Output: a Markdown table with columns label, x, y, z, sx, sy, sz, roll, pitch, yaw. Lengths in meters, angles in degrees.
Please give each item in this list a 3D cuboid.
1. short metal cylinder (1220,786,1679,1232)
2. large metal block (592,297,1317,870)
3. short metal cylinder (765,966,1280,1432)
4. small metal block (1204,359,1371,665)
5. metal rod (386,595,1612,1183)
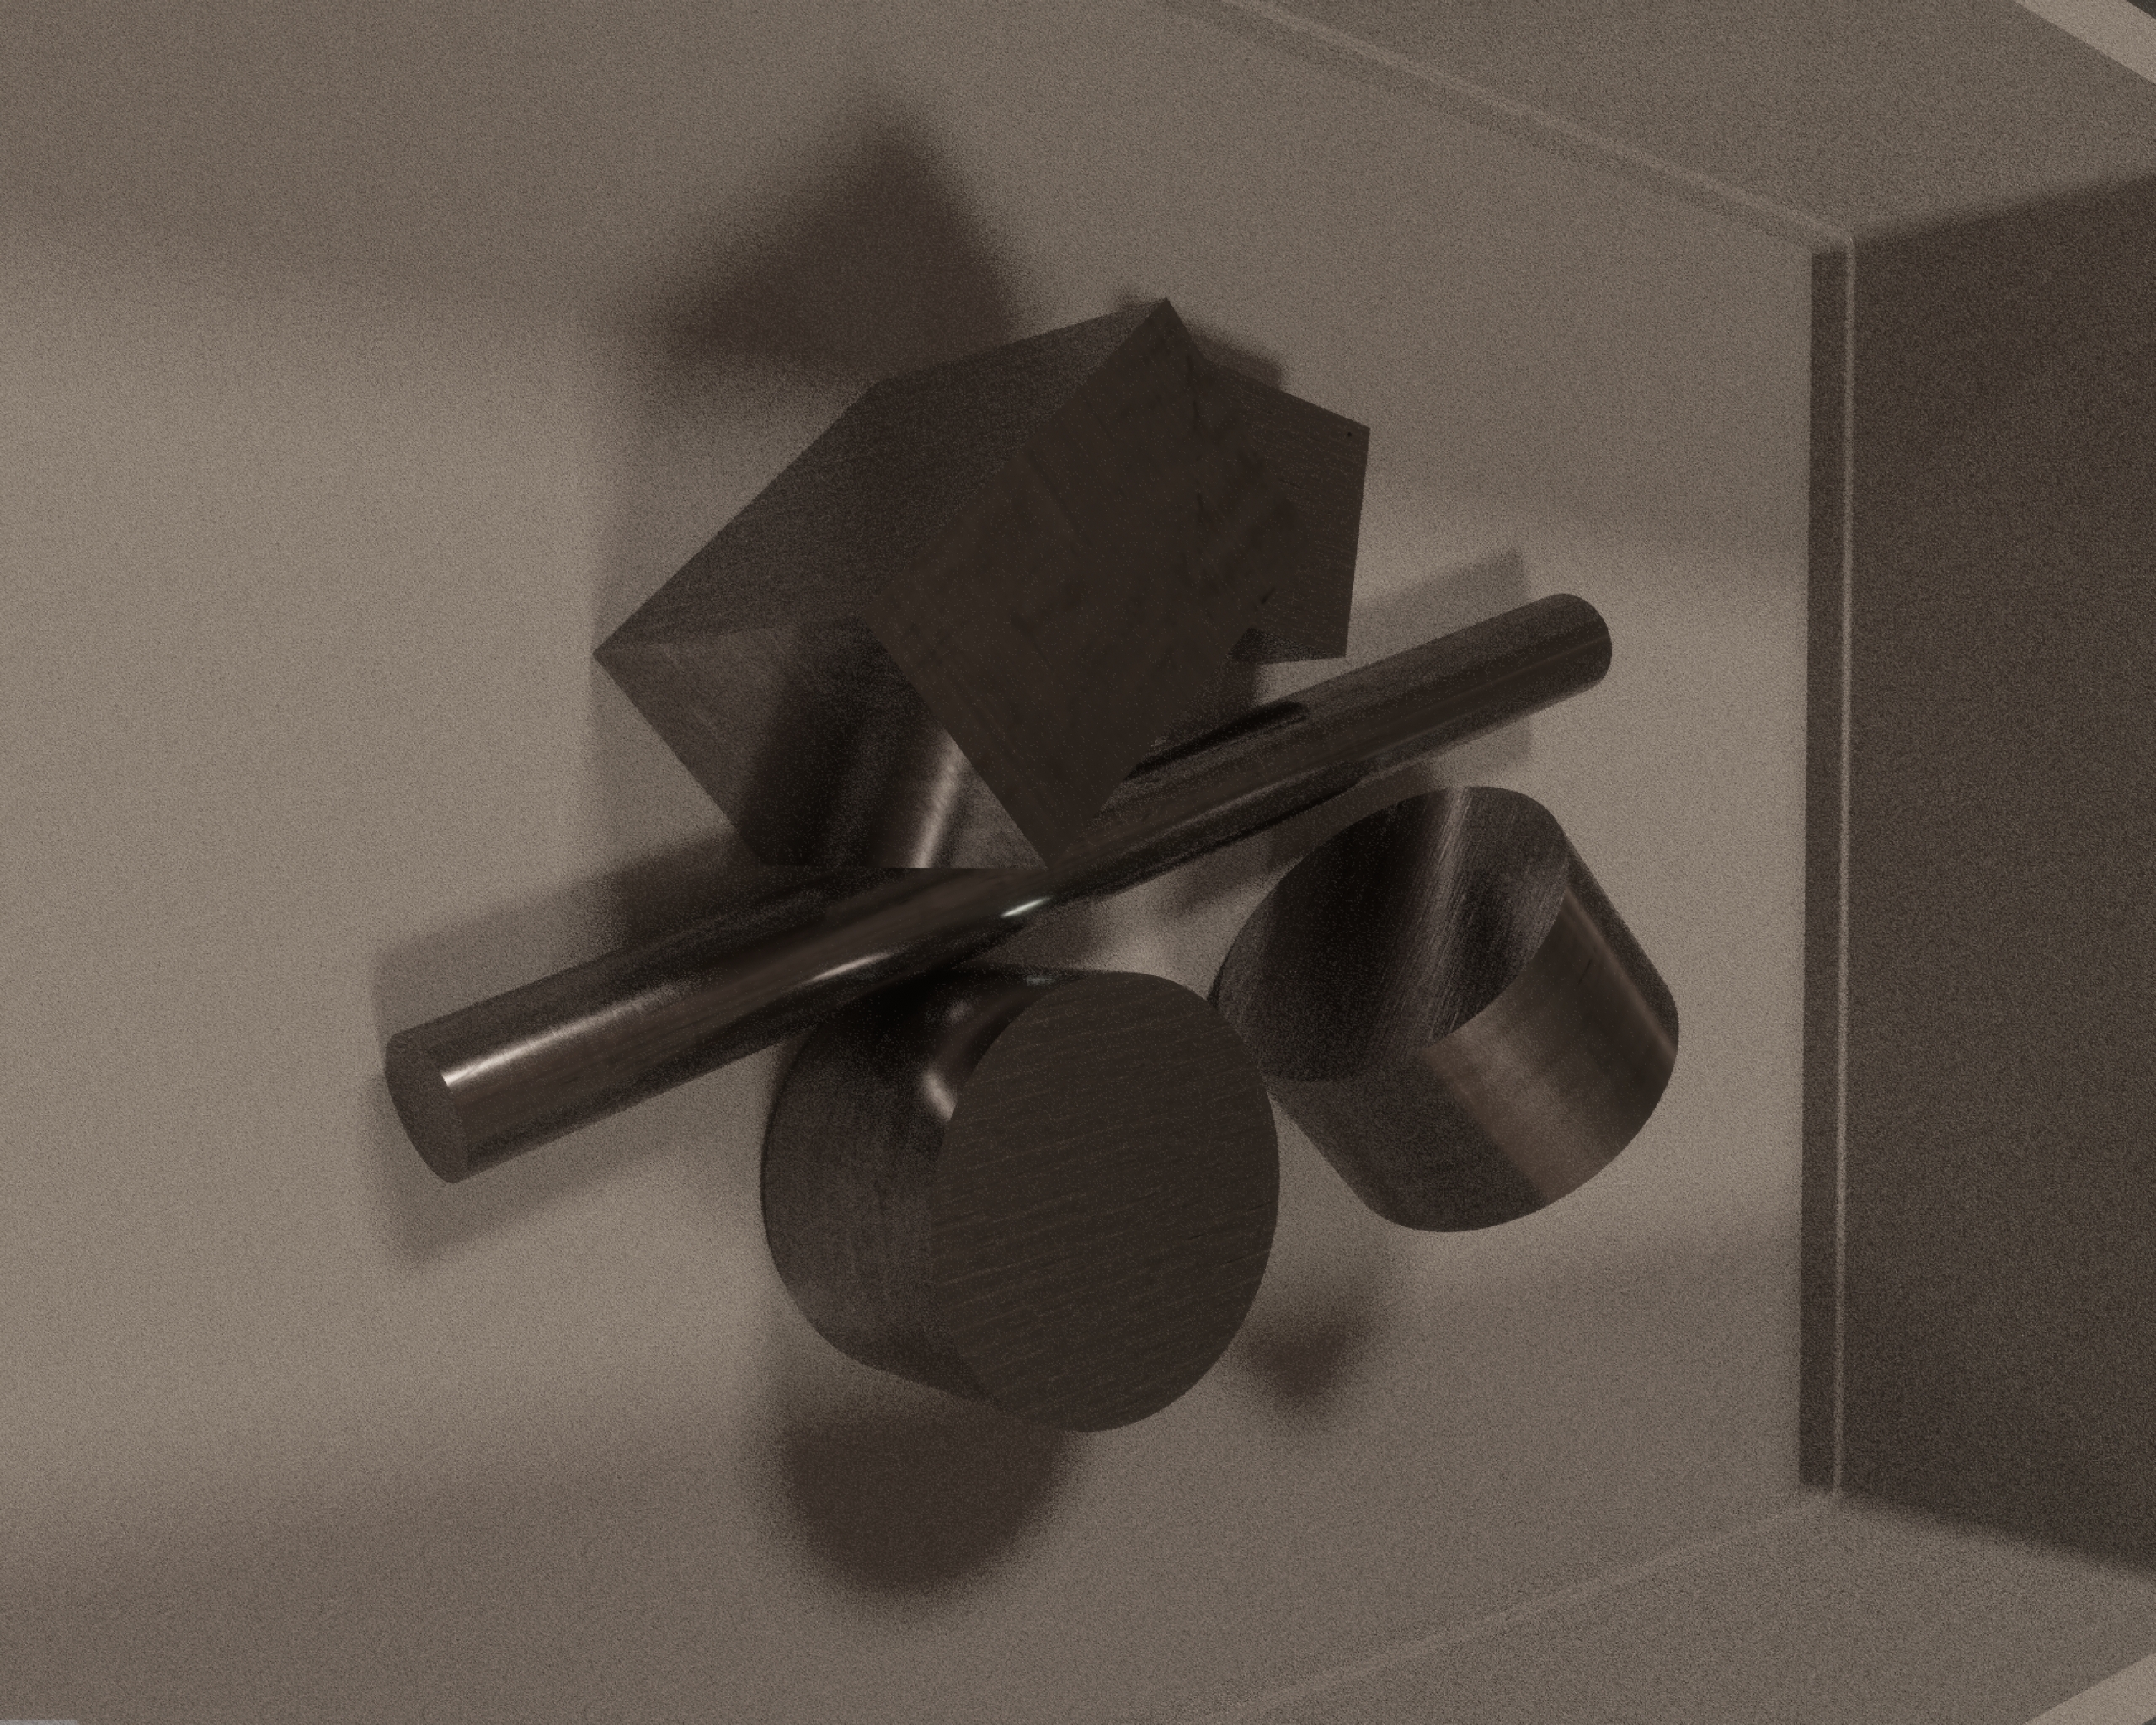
| label | x | y | z | sx | sy | sz | roll | pitch | yaw |
| --- | --- | --- | --- | --- | --- | --- | --- | --- | --- |
| short metal cylinder | 0.077 | 0.030 | 0.437 | 0.050 | 0.080 | 0.080 | 51 | 60 | -29 |
| large metal block | -0.021 | -0.045 | 0.354 | 0.080 | 0.080 | 0.050 | -51 | 121 | -28 |
| short metal cylinder | -0.009 | 0.059 | 0.382 | 0.081 | 0.050 | 0.079 | 0 | 90 | -40 |
| small metal block | 0.032 | -0.071 | 0.433 | 0.050 | 0.025 | 0.050 | 11 | 83 | -40 |
| metal rod | 0.009 | -0.008 | 0.415 | 0.302 | 0.025 | 0.025 | -23 | 105 | -38 |
